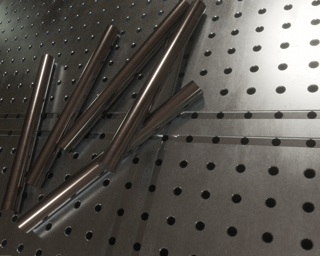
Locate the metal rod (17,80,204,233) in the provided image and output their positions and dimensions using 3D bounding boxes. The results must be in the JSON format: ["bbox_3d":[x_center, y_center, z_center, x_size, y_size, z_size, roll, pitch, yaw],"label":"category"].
[{"bbox_3d":[-0.067,0.039,0.417,0.300,0.025,0.025,-38,51,2],"label":"metal rod"}]

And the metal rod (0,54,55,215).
[{"bbox_3d":[-0.217,-0.007,0.523,0.025,0.025,0.299,-13,56,20],"label":"metal rod"}]

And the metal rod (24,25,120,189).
[{"bbox_3d":[-0.136,-0.047,0.505,0.025,0.025,0.300,8,65,31],"label":"metal rod"}]

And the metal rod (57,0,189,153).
[{"bbox_3d":[-0.051,-0.085,0.485,0.025,0.025,0.300,32,79,37],"label":"metal rod"}]

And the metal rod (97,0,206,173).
[{"bbox_3d":[-0.001,-0.074,0.430,0.025,0.025,0.300,10,60,32],"label":"metal rod"}]
